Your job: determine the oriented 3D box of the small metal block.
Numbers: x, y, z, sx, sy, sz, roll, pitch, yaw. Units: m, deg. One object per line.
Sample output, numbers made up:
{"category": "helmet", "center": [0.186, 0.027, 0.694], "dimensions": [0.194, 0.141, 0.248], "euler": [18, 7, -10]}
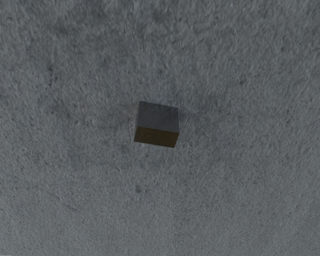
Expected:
{"category": "small metal block", "center": [-0.004, -0.005, 0.386], "dimensions": [0.050, 0.050, 0.025], "euler": [10, 129, -8]}
